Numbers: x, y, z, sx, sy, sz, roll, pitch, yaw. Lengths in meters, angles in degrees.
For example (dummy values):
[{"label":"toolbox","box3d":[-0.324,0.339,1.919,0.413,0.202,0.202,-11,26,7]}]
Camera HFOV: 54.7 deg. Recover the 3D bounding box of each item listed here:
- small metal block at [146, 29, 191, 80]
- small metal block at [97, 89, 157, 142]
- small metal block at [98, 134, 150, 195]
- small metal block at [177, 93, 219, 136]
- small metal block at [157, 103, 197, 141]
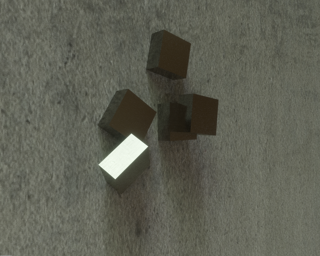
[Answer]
[{"label":"small metal block","box3d":[0.012,-0.097,0.417,0.050,0.025,0.050,14,81,-39]},{"label":"small metal block","box3d":[-0.038,-0.011,0.374,0.050,0.025,0.050,39,65,-33]},{"label":"small metal block","box3d":[-0.039,0.042,0.353,0.050,0.025,0.050,-45,158,-22]},{"label":"small metal block","box3d":[0.051,-0.017,0.418,0.050,0.025,0.050,8,85,-40]},{"label":"small metal block","box3d":[0.024,-0.008,0.427,0.050,0.025,0.050,-1,91,-40]}]
